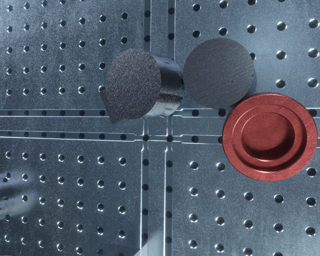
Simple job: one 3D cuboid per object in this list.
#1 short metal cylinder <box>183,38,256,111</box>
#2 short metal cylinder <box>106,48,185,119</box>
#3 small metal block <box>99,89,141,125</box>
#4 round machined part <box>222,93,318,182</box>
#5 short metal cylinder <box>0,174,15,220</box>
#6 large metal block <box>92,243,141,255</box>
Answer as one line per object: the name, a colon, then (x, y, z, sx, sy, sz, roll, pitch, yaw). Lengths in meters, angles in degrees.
short metal cylinder: (0.073, -0.062, 0.373, 0.080, 0.050, 0.080, 0, 90, 20)
short metal cylinder: (-0.018, -0.050, 0.369, 0.080, 0.050, 0.079, 1, 92, 34)
small metal block: (-0.049, -0.038, 0.430, 0.050, 0.025, 0.050, -26, 82, 18)
round machined part: (0.121, 0.008, 0.353, 0.098, 0.042, 0.097, 2, 102, 11)
short metal cylinder: (-0.286, 0.117, 0.500, 0.080, 0.050, 0.080, 0, 90, 20)
large metal block: (-0.066, 0.209, 0.407, 0.050, 0.080, 0.079, 3, 91, 20)
